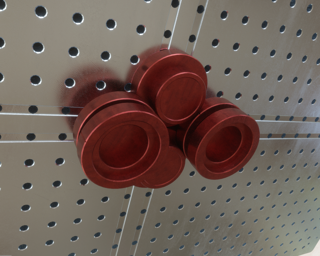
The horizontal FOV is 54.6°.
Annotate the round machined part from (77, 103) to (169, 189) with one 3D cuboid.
[{"bbox_3d":[-0.043,0.016,0.344,0.099,0.042,0.097,-14,124,-21],"label":"round machined part"}]

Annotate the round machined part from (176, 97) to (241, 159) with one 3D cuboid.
[{"bbox_3d":[0.066,0.001,0.435,0.099,0.042,0.097,-14,124,-21],"label":"round machined part"}]

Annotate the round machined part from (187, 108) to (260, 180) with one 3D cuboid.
[{"bbox_3d":[0.079,0.017,0.411,0.099,0.042,0.097,-14,124,-21],"label":"round machined part"}]

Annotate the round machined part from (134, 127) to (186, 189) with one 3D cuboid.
[{"bbox_3d":[-0.005,0.043,0.423,0.099,0.042,0.097,-14,124,-21],"label":"round machined part"}]

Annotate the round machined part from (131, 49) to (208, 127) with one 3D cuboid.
[{"bbox_3d":[0.017,-0.043,0.382,0.099,0.042,0.097,-14,124,-21],"label":"round machined part"}]

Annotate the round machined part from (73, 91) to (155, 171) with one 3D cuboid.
[{"bbox_3d":[-0.054,0.001,0.370,0.099,0.042,0.097,-14,124,-21],"label":"round machined part"}]
